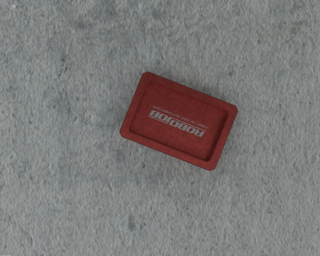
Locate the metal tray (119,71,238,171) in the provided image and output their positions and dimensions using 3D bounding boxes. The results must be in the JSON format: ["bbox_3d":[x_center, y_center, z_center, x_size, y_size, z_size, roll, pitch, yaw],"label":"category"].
[{"bbox_3d":[0.024,-0.009,0.407,0.131,0.030,0.090,21,90,-1],"label":"metal tray"}]
